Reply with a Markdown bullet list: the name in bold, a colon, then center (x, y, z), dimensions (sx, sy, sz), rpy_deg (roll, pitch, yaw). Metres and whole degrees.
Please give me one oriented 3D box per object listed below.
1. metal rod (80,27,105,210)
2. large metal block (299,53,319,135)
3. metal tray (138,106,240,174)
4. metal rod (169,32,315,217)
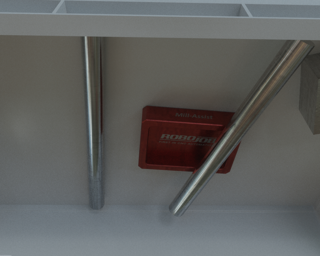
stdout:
- **metal rod**: center (-0.087, 0.012, 0.418), dimensions (0.025, 0.025, 0.298), rpy_deg (5, 130, -5)
- **large metal block**: center (0.213, -0.045, 0.358), dimensions (0.080, 0.050, 0.080), rpy_deg (-11, 130, 9)
- **metal tray**: center (0.039, 0.019, 0.422), dimensions (0.131, 0.030, 0.089), rpy_deg (4, 130, -4)
- **metal rod**: center (0.082, 0.020, 0.387), dimensions (0.025, 0.025, 0.298), rpy_deg (17, 128, -15)
